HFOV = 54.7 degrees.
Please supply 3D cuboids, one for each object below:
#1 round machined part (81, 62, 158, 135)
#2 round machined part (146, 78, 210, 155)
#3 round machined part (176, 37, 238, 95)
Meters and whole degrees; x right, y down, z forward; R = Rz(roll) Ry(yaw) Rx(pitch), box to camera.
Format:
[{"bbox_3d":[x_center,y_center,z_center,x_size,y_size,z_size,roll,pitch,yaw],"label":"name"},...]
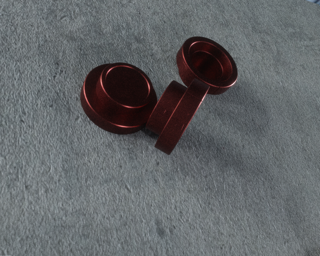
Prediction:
[{"bbox_3d":[-0.047,-0.044,0.394,0.099,0.042,0.098,13,56,-21],"label":"round machined part"},{"bbox_3d":[0.018,-0.019,0.379,0.042,0.097,0.098,31,51,3],"label":"round machined part"},{"bbox_3d":[0.069,-0.092,0.486,0.099,0.042,0.098,14,56,-21],"label":"round machined part"}]
